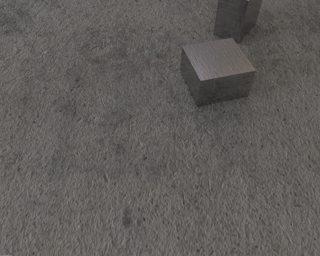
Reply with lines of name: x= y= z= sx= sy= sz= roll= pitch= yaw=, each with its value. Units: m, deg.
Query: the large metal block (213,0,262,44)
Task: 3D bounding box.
large metal block: x=0.140 y=-0.209 z=0.544 sx=0.050 sy=0.080 sz=0.080 roll=27 pitch=55 yaw=21

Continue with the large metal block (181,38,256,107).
large metal block: x=0.082 y=-0.084 z=0.458 sx=0.081 sy=0.050 sz=0.080 roll=-12 pitch=51 yaw=-10
